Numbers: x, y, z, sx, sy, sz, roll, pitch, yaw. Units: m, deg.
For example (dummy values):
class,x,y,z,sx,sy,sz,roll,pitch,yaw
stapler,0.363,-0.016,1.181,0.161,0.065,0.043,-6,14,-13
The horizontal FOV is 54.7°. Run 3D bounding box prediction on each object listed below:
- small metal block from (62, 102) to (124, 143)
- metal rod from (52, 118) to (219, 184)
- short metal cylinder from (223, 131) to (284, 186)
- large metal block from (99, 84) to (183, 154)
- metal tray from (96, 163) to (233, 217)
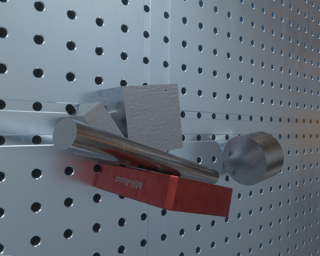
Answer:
class,x,y,z,sx,sy,sz,roll,pitch,yaw
small metal block,-0.072,0.001,0.334,0.025,0.050,0.050,-45,118,-31
metal rod,0.004,0.040,0.356,0.301,0.025,0.025,25,74,-56
short metal cylinder,0.150,0.048,0.503,0.050,0.080,0.079,-10,96,-40
large metal block,-0.021,-0.010,0.377,0.081,0.050,0.079,-9,96,-40
metal tray,0.001,0.067,0.344,0.091,0.130,0.030,19,78,-39
